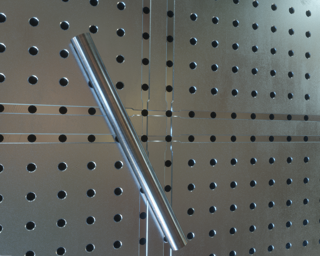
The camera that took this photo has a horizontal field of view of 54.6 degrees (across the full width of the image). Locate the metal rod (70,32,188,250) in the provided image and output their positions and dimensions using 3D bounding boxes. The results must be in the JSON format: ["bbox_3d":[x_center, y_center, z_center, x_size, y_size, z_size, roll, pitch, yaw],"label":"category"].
[{"bbox_3d":[-0.036,0.024,0.399,0.025,0.025,0.299,-27,99,-18],"label":"metal rod"}]
